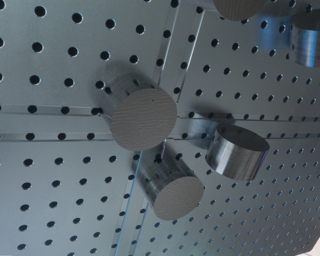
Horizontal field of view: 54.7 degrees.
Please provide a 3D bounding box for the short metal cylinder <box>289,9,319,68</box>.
[{"bbox_3d":[0.219,-0.123,0.419,0.081,0.080,0.050,-24,127,-14],"label":"short metal cylinder"}]

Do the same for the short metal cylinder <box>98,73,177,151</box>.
[{"bbox_3d":[-0.027,-0.019,0.368,0.081,0.050,0.079,-14,124,-21],"label":"short metal cylinder"}]

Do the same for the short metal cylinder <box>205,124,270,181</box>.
[{"bbox_3d":[0.113,0.035,0.459,0.081,0.080,0.050,3,117,-30],"label":"short metal cylinder"}]

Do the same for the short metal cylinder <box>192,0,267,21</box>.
[{"bbox_3d":[0.076,-0.162,0.336,0.081,0.050,0.079,-14,124,-21],"label":"short metal cylinder"}]

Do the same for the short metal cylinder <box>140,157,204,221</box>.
[{"bbox_3d":[0.017,0.089,0.460,0.081,0.050,0.079,-14,124,-21],"label":"short metal cylinder"}]
